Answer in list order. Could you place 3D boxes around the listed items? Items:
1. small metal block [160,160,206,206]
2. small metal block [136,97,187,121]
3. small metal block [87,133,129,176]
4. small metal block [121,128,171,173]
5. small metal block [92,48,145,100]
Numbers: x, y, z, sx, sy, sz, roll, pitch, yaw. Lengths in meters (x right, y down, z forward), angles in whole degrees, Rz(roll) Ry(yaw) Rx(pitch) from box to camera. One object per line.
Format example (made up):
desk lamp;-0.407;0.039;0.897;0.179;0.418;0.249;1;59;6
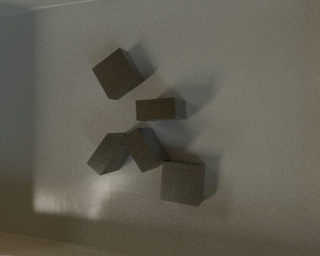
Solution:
small metal block;0.030;0.069;0.399;0.050;0.025;0.050;5;92;19
small metal block;0.003;-0.023;0.396;0.050;0.050;0.025;-3;89;19
small metal block;-0.063;0.034;0.418;0.025;0.050;0.050;40;102;15
small metal block;-0.017;0.027;0.402;0.025;0.050;0.050;-36;79;16
small metal block;-0.058;-0.074;0.430;0.050;0.025;0.050;-33;80;16
